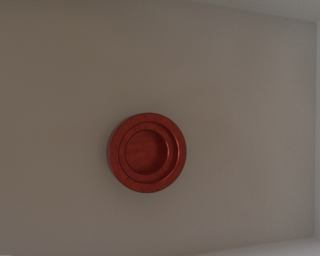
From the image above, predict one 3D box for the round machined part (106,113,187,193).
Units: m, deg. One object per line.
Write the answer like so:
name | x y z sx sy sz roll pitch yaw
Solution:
round machined part | -0.019 0.030 0.394 0.099 0.042 0.097 0 90 -20
